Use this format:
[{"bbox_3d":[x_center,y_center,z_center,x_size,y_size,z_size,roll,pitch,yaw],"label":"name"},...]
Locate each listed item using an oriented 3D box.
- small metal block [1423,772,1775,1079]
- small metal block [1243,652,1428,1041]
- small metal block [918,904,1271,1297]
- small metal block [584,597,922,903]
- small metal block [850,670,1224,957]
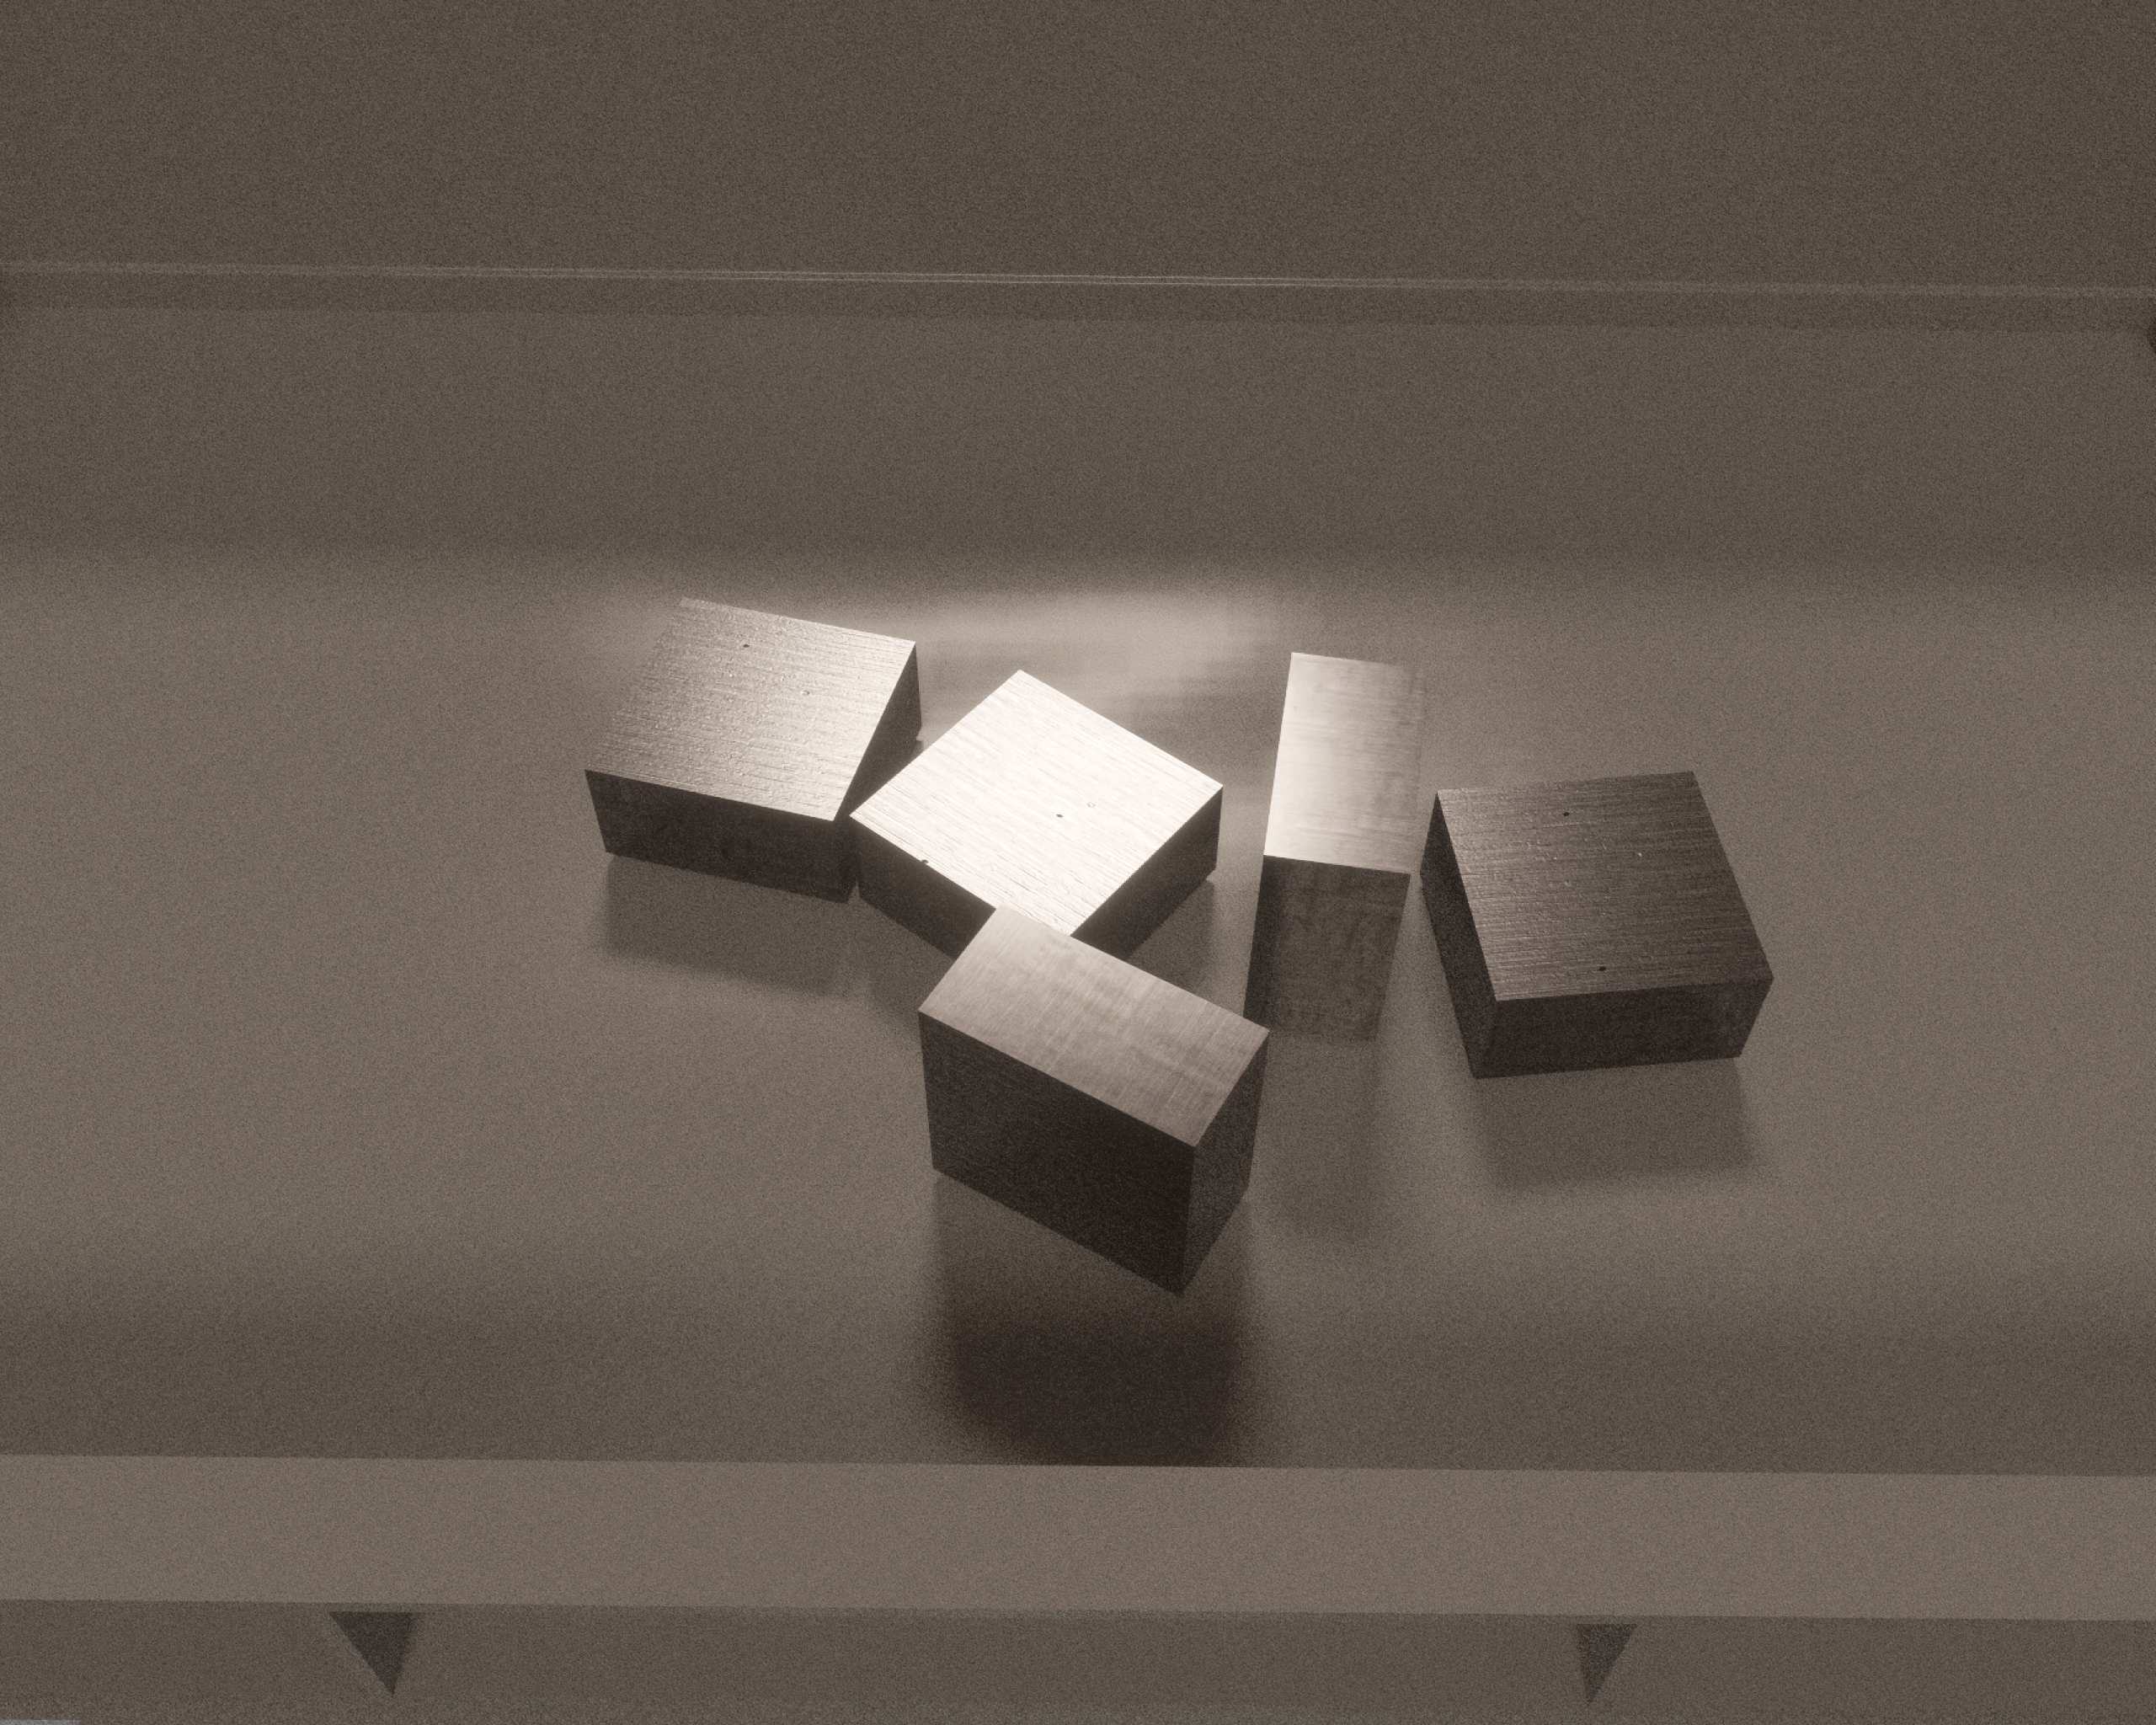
[{"bbox_3d":[0.096,0.011,0.394,0.050,0.025,0.050,-4,50,-4],"label":"small metal block"},{"bbox_3d":[0.048,-0.003,0.390,0.025,0.050,0.050,8,51,5],"label":"small metal block"},{"bbox_3d":[0.002,0.041,0.352,0.050,0.050,0.025,25,55,18],"label":"small metal block"},{"bbox_3d":[-0.064,-0.023,0.421,0.050,0.025,0.050,12,51,9],"label":"small metal block"},{"bbox_3d":[-0.008,-0.004,0.405,0.050,0.025,0.050,32,56,23],"label":"small metal block"}]
